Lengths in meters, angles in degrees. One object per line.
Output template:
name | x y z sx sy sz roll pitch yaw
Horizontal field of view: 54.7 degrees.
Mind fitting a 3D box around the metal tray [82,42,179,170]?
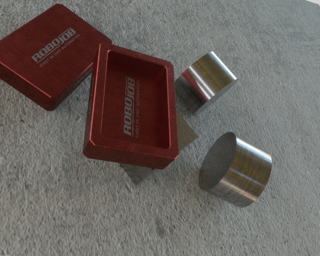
metal tray | -0.029 -0.026 0.336 0.091 0.030 0.130 12 57 -22

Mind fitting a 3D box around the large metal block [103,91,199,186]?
large metal block | -0.016 0.008 0.374 0.081 0.050 0.080 -32 80 -38

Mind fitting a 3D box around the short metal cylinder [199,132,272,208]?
short metal cylinder | 0.092 0.052 0.386 0.050 0.080 0.080 28 52 -11

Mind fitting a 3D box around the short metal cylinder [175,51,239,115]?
short metal cylinder | 0.064 -0.062 0.441 0.081 0.080 0.050 -33 80 -38

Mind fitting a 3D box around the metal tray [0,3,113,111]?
metal tray | -0.131 -0.093 0.386 0.090 0.030 0.130 36 51 -5
